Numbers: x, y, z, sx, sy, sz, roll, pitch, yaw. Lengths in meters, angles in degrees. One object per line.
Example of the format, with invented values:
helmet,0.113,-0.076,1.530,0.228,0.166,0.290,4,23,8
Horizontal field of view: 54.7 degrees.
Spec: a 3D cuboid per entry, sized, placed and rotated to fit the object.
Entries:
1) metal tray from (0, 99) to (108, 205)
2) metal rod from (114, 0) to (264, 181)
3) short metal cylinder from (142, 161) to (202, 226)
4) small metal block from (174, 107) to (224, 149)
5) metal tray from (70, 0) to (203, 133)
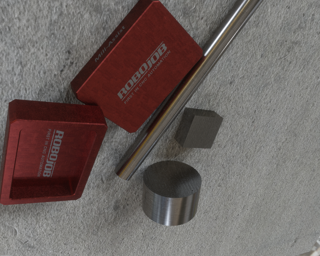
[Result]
metal tray,-0.119,0.031,0.336,0.091,0.030,0.129,3,132,-30
metal rod,0.036,-0.055,0.393,0.025,0.025,0.299,29,102,-38
short metal cylinder,0.015,0.090,0.437,0.081,0.080,0.050,-10,123,-24
small metal block,0.055,0.001,0.439,0.050,0.025,0.050,5,116,-31
metal tray,-0.024,-0.067,0.350,0.130,0.030,0.090,-49,129,6
